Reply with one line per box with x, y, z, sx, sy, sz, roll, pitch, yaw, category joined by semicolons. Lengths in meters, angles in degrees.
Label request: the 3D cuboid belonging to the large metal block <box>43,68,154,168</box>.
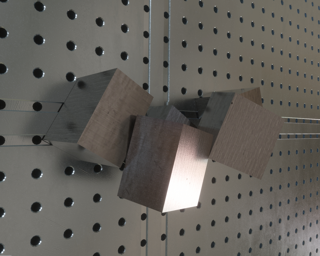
-0.064;-0.010;0.320;0.050;0.080;0.080;37;67;-34;large metal block

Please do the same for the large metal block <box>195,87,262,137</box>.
0.107;-0.014;0.465;0.050;0.080;0.079;-21;104;-38;large metal block

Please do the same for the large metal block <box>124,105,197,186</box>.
0.008;0.027;0.401;0.080;0.050;0.080;39;66;-33;large metal block

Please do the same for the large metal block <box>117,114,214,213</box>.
0.009;0.036;0.317;0.080;0.050;0.080;17;86;-60;large metal block

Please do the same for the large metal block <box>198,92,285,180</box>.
0.094;0.008;0.384;0.080;0.050;0.080;23;88;-22;large metal block
